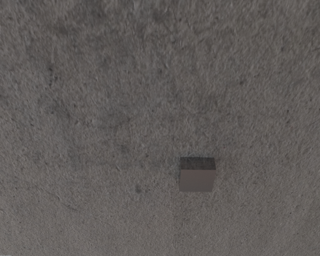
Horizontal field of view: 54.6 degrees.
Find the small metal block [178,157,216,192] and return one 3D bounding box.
[{"bbox_3d":[0.055,0.071,0.467,0.050,0.025,0.050,1,130,-1],"label":"small metal block"}]
